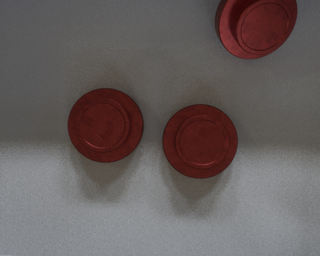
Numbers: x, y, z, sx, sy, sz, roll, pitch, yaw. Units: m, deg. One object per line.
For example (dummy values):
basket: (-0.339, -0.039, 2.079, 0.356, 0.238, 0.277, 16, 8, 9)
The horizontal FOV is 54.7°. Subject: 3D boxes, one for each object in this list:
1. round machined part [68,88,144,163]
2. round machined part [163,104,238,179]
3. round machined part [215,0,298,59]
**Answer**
round machined part: (-0.071, -0.003, 0.402, 0.099, 0.042, 0.097, 0, 90, 0)
round machined part: (0.053, 0.018, 0.403, 0.099, 0.042, 0.097, 0, 90, 0)
round machined part: (0.120, -0.129, 0.379, 0.099, 0.042, 0.097, -4, 126, -5)
